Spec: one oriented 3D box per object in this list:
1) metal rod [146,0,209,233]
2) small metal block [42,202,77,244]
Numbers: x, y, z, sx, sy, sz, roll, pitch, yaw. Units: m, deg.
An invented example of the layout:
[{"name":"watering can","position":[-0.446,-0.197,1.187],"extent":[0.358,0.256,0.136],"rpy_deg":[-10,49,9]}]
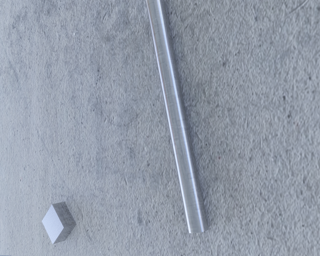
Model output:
[{"name":"metal rod","position":[0.019,-0.024,0.388],"extent":[0.025,0.025,0.298],"rpy_deg":[-17,79,39]},{"name":"small metal block","position":[-0.182,0.170,0.555],"extent":[0.050,0.025,0.050],"rpy_deg":[50,119,28]}]
